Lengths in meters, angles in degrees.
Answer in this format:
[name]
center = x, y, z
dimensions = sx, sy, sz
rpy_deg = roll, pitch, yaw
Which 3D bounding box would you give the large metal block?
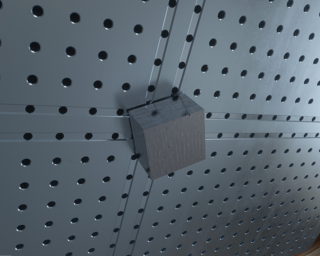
[large metal block]
center = 0.011, 0.011, 0.406
dimensions = 0.081, 0.050, 0.079
rpy_deg = -19, 126, -18
